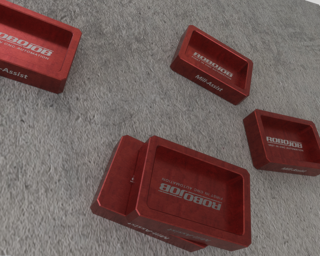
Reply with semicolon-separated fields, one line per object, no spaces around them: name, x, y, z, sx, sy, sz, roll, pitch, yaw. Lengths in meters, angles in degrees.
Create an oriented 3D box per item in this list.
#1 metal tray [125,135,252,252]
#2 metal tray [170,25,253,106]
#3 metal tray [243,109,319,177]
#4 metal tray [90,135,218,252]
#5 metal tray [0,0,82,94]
metal tray;0.036;0.071;0.336;0.131;0.030;0.090;21;54;-16
metal tray;0.089;-0.104;0.511;0.131;0.030;0.090;27;52;-11
metal tray;0.201;0.025;0.493;0.131;0.030;0.090;9;58;-23
metal tray;-0.001;0.074;0.354;0.131;0.030;0.090;26;53;-12
metal tray;-0.169;-0.102;0.371;0.131;0.030;0.090;18;55;-18
